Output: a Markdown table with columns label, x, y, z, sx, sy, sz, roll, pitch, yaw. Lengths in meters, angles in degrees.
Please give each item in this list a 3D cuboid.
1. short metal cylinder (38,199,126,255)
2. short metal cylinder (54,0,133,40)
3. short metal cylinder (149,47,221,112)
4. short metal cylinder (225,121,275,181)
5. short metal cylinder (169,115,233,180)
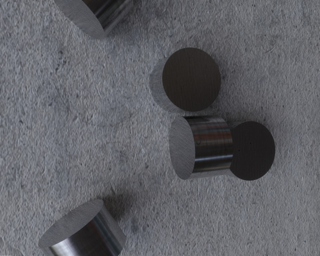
| label | x | y | z | sx | sy | sz | roll | pitch | yaw |
| --- | --- | --- | --- | --- | --- | --- | --- | --- | --- |
| short metal cylinder | -0.086 | 0.125 | 0.348 | 0.080 | 0.080 | 0.050 | -33 | 101 | -17 |
| short metal cylinder | -0.078 | -0.148 | 0.351 | 0.080 | 0.080 | 0.050 | 42 | 77 | -15 |
| short metal cylinder | 0.032 | -0.060 | 0.407 | 0.081 | 0.050 | 0.080 | 0 | 90 | -20 |
| short metal cylinder | 0.113 | 0.030 | 0.437 | 0.081 | 0.050 | 0.080 | 0 | 90 | -20 |
| short metal cylinder | 0.050 | 0.024 | 0.398 | 0.050 | 0.080 | 0.079 | -3 | 91 | -20 |
